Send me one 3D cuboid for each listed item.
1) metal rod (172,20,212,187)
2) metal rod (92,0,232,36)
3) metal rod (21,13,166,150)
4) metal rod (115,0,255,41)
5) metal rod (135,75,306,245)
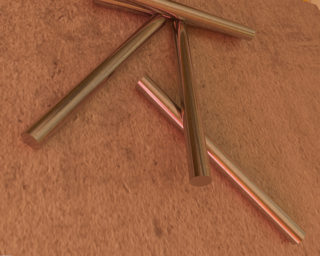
[{"bbox_3d":[0.039,-0.057,0.435,0.025,0.025,0.300,15,48,-21],"label":"metal rod"},{"bbox_3d":[0.034,-0.195,0.543,0.303,0.025,0.025,3,61,-27],"label":"metal rod"},{"bbox_3d":[-0.068,-0.082,0.418,0.025,0.025,0.301,38,51,-4],"label":"metal rod"},{"bbox_3d":[0.038,-0.192,0.516,0.302,0.025,0.025,6,59,-28],"label":"metal rod"},{"bbox_3d":[0.080,0.041,0.423,0.300,0.025,0.025,45,51,3],"label":"metal rod"}]
